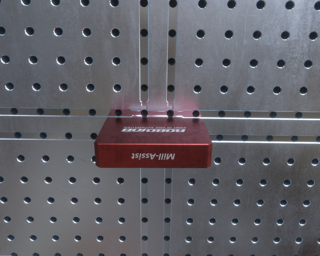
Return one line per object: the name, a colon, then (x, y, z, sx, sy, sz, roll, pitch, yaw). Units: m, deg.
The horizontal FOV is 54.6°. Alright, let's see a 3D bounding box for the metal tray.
metal tray: (-0.007, 0.016, 0.384, 0.131, 0.090, 0.030, 0, 110, 0)
